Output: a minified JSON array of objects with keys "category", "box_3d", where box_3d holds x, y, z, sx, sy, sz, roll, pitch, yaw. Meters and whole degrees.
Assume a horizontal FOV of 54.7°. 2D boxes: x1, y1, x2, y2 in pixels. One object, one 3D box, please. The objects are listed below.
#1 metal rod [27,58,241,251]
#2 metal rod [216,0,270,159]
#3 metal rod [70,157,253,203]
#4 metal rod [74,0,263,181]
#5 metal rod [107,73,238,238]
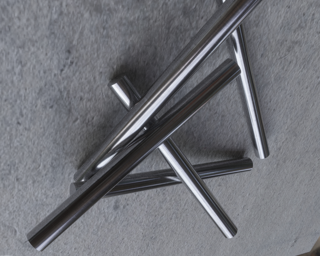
[{"category":"metal rod","box_3d":[-0.022,0.023,0.354,0.301,0.025,0.025,-41,130,-9]},{"category":"metal rod","box_3d":[0.123,-0.060,0.438,0.025,0.025,0.299,-33,129,-7]},{"category":"metal rod","box_3d":[0.024,0.069,0.445,0.303,0.025,0.025,-3,120,-34]},{"category":"metal rod","box_3d":[-0.005,-0.031,0.332,0.025,0.025,0.299,23,123,-37]},{"category":"metal rod","box_3d":[0.030,0.053,0.416,0.025,0.025,0.300,-38,117,-3]}]
